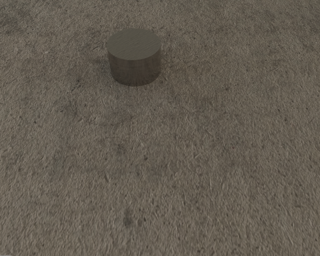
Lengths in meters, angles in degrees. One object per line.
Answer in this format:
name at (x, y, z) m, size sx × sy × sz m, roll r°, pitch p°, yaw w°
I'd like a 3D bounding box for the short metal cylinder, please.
short metal cylinder at (-0.039, -0.110, 0.479) m, size 0.080 × 0.050 × 0.080 m, roll 0°, pitch 50°, yaw 0°
